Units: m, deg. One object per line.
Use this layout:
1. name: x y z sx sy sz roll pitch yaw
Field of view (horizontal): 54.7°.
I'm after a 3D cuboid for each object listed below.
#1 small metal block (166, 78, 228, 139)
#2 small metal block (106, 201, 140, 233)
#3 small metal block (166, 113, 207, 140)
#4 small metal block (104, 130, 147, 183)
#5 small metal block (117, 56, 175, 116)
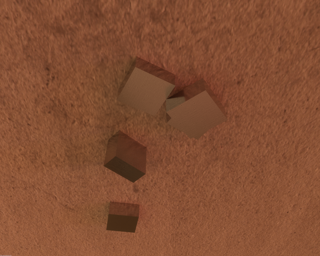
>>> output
1. small metal block: 0.042 -0.021 0.357 0.050 0.025 0.050 -29 125 22
2. small metal block: -0.065 0.156 0.539 0.050 0.025 0.050 8 130 -8
3. small metal block: 0.043 -0.019 0.392 0.050 0.025 0.050 28 125 -23
4. small metal block: -0.046 0.039 0.423 0.050 0.050 0.025 35 121 -27
5. small metal block: -0.017 -0.048 0.366 0.050 0.025 0.050 22 127 -18
